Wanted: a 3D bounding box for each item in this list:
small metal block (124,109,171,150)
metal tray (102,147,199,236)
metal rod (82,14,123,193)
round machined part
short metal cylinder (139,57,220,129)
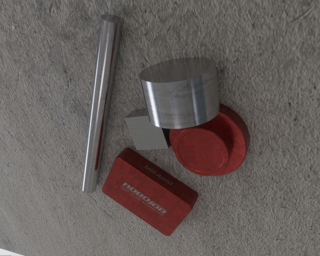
[{"bbox_3d":[-0.013,0.001,0.414,0.050,0.025,0.050,-5,116,30],"label":"small metal block"},{"bbox_3d":[-0.018,0.099,0.475,0.130,0.030,0.089,33,129,6],"label":"metal tray"},{"bbox_3d":[-0.089,-0.012,0.446,0.025,0.025,0.298,25,128,12],"label":"metal rod"},{"bbox_3d":[0.056,0.020,0.379,0.098,0.042,0.097,13,124,21],"label":"round machined part"},{"bbox_3d":[0.022,-0.040,0.335,0.080,0.080,0.050,4,120,26],"label":"short metal cylinder"}]
